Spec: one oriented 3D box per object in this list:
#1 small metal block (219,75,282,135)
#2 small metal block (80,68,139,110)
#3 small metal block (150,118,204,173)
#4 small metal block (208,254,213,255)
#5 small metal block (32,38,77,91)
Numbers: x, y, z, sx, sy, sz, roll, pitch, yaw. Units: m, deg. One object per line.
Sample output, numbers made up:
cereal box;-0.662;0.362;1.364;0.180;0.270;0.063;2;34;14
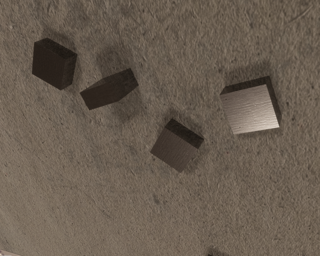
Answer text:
small metal block;0.100;-0.024;0.339;0.050;0.025;0.050;-12;113;32
small metal block;-0.063;-0.049;0.392;0.050;0.050;0.025;-13;112;33
small metal block;0.022;0.024;0.409;0.050;0.025;0.050;34;129;5
small metal block;0.096;0.240;0.504;0.050;0.025;0.050;16;125;18
small metal block;-0.146;-0.088;0.427;0.050;0.025;0.050;30;128;8
